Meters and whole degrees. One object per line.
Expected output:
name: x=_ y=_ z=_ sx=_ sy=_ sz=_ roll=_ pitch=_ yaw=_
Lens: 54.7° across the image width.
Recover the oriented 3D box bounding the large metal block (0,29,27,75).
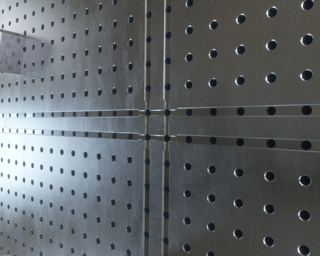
large metal block: x=-0.338 y=-0.168 z=0.667 sx=0.080 sy=0.050 sz=0.079 roll=27 pitch=107 yaw=36
